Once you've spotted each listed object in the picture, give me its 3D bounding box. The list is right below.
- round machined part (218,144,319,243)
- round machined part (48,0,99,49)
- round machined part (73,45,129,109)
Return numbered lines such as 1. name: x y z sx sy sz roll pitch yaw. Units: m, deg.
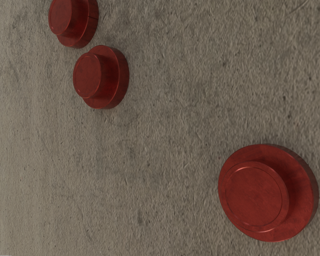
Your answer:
1. round machined part: 0.101 0.065 0.311 0.098 0.042 0.097 0 90 40
2. round machined part: -0.150 -0.186 0.518 0.098 0.042 0.097 0 90 40
3. round machined part: -0.096 -0.078 0.474 0.098 0.042 0.097 0 90 40
